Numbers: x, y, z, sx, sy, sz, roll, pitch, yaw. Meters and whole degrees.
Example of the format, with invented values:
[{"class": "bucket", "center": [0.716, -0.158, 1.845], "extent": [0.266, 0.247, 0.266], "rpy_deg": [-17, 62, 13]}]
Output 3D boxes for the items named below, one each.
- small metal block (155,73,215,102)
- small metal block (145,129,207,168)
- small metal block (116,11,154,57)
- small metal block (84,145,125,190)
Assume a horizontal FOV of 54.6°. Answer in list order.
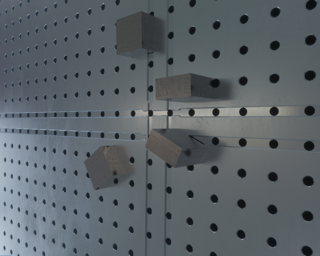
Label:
[{"class": "small metal block", "center": [0.030, -0.046, 0.369], "extent": [0.050, 0.050, 0.025], "rpy_deg": [-2, 89, 40]}, {"class": "small metal block", "center": [0.019, 0.023, 0.378], "extent": [0.050, 0.050, 0.025], "rpy_deg": [32, 110, 35]}, {"class": "small metal block", "center": [-0.035, -0.131, 0.440], "extent": [0.050, 0.025, 0.050], "rpy_deg": [-1, 89, 40]}, {"class": "small metal block", "center": [-0.087, 0.062, 0.483], "extent": [0.050, 0.025, 0.050], "rpy_deg": [-40, 66, 33]}]
